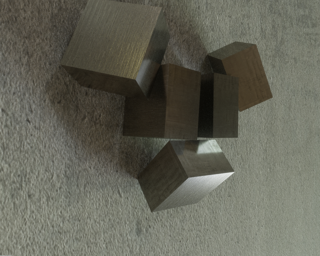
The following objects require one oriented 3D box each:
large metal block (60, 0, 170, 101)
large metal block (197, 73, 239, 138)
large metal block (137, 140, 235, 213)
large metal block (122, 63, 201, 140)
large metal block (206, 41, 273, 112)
[{"bbox_3d":[-0.043,-0.082,0.324,0.050,0.080,0.080,59,47,-69],"label":"large metal block"},{"bbox_3d":[0.058,-0.028,0.422,0.050,0.080,0.079,1,90,-40],"label":"large metal block"},{"bbox_3d":[0.031,0.059,0.391,0.081,0.080,0.050,1,50,-40],"label":"large metal block"},{"bbox_3d":[0.000,-0.028,0.373,0.050,0.080,0.080,6,86,-40],"label":"large metal block"},{"bbox_3d":[0.116,-0.079,0.462,0.050,0.080,0.080,-24,109,2],"label":"large metal block"}]
